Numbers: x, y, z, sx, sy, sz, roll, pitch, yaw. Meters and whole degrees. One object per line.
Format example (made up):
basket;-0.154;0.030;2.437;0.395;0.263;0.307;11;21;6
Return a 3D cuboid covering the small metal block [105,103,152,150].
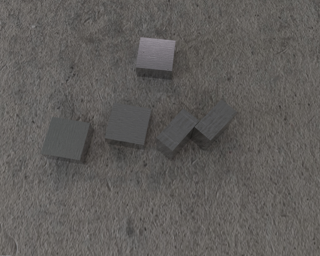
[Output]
small metal block;-0.040;-0.002;0.408;0.050;0.025;0.050;10;70;3

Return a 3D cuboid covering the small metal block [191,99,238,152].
small metal block;0.068;-0.002;0.396;0.025;0.050;0.050;42;75;13

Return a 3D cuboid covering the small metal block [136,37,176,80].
small metal block;-0.006;-0.100;0.444;0.050;0.025;0.050;6;70;2

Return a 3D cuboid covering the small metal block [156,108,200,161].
small metal block;0.022;0.010;0.391;0.025;0.050;0.050;39;75;13

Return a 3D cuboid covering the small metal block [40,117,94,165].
small metal block;-0.119;0.017;0.401;0.050;0.025;0.050;9;70;3
